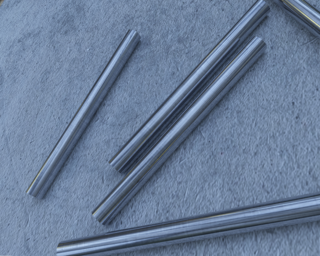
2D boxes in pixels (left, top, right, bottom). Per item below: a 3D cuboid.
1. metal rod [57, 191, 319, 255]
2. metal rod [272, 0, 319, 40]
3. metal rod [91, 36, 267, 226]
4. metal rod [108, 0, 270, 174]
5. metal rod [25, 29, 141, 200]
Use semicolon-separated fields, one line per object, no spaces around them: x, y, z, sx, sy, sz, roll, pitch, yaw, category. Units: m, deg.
0.021;0.108;0.326;0.301;0.025;0.025;-17;55;18;metal rod
0.206;-0.101;0.357;0.025;0.025;0.300;-31;52;8;metal rod
0.028;0.000;0.389;0.300;0.025;0.025;-47;51;-5;metal rod
0.043;-0.059;0.417;0.300;0.025;0.025;-48;51;-6;metal rod
-0.111;-0.031;0.481;0.025;0.025;0.300;17;70;34;metal rod
